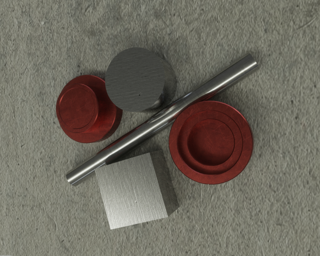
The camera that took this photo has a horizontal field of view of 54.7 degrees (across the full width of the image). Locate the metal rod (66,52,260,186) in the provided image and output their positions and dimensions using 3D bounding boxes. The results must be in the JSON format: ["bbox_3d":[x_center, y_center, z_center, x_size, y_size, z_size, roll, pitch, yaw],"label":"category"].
[{"bbox_3d":[-0.008,-0.003,0.414,0.300,0.025,0.025,-33,80,16],"label":"metal rod"}]

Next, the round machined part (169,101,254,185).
[{"bbox_3d":[0.064,0.017,0.378,0.098,0.042,0.097,0,90,20],"label":"round machined part"}]

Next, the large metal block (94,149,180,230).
[{"bbox_3d":[-0.029,0.079,0.408,0.080,0.050,0.080,-18,84,19],"label":"large metal block"}]

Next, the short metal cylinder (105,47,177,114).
[{"bbox_3d":[-0.023,-0.060,0.405,0.080,0.050,0.079,0,90,20],"label":"short metal cylinder"}]

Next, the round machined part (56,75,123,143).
[{"bbox_3d":[-0.106,-0.027,0.438,0.098,0.042,0.097,0,90,20],"label":"round machined part"}]
